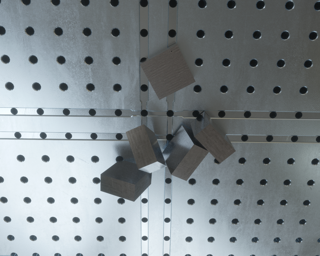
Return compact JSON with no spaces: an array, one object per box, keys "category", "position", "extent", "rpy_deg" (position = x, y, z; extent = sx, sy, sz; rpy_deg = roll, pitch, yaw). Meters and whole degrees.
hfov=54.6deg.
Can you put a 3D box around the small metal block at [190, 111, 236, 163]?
[{"category":"small metal block","position":[0.068,0.011,0.404],"extent":[0.025,0.050,0.050],"rpy_deg":[-41,105,13]}]

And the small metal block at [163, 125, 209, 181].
[{"category":"small metal block","position":[0.032,0.032,0.410],"extent":[0.025,0.050,0.050],"rpy_deg":[26,109,-26]}]

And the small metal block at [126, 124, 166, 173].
[{"category":"small metal block","position":[-0.017,0.028,0.400],"extent":[0.025,0.050,0.050],"rpy_deg":[-23,72,8]}]

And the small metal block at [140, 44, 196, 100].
[{"category":"small metal block","position":[0.010,-0.071,0.387],"extent":[0.050,0.025,0.050],"rpy_deg":[-26,108,9]}]

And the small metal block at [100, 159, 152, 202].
[{"category":"small metal block","position":[-0.045,0.069,0.417],"extent":[0.050,0.050,0.025],"rpy_deg":[13,112,20]}]
